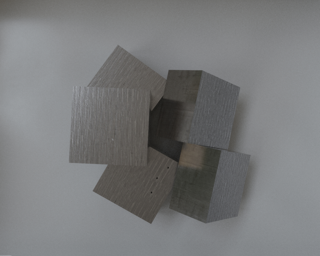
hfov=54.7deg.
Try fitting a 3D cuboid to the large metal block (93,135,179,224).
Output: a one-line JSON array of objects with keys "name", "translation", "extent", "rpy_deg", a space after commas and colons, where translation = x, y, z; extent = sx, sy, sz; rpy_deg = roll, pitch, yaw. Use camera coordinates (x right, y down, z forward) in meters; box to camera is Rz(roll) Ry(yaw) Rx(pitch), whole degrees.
[{"name": "large metal block", "translation": [-0.026, 0.060, 0.394], "extent": [0.080, 0.050, 0.080], "rpy_deg": [30, 90, -1]}]

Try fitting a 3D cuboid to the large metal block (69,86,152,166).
[{"name": "large metal block", "translation": [-0.052, -0.002, 0.345], "extent": [0.081, 0.050, 0.079], "rpy_deg": [3, 89, 1]}]

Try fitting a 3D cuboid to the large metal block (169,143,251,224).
[{"name": "large metal block", "translation": [0.063, 0.064, 0.376], "extent": [0.050, 0.080, 0.080], "rpy_deg": [12, 90, 39]}]

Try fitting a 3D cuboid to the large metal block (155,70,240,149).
[{"name": "large metal block", "translation": [0.048, -0.021, 0.377], "extent": [0.081, 0.050, 0.080], "rpy_deg": [11, 90, -45]}]

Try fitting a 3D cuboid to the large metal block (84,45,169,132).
[{"name": "large metal block", "translation": [-0.042, -0.045, 0.397], "extent": [0.080, 0.050, 0.080], "rpy_deg": [36, 90, -1]}]
